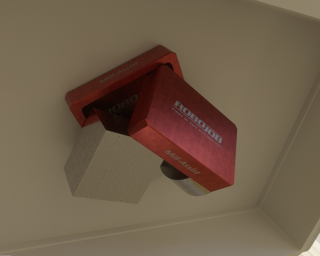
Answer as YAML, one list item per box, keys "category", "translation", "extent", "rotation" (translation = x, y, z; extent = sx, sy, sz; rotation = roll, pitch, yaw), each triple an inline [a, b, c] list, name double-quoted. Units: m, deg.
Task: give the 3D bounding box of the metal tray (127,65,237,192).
- category: "metal tray"
  translation: [0.033, 0.002, 0.347]
  extent: [0.130, 0.090, 0.030]
  rotation: [37, 136, -25]

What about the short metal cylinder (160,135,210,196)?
- category: "short metal cylinder"
  translation: [0.047, 0.047, 0.428]
  extent: [0.080, 0.080, 0.050]
  rotation: [-43, 130, 1]

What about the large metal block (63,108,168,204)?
- category: "large metal block"
  translation: [-0.049, 0.033, 0.344]
  extent: [0.081, 0.050, 0.080]
  rotation: [18, 109, -36]

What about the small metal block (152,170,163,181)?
- category: "small metal block"
  translation: [-0.029, 0.052, 0.425]
  extent: [0.050, 0.025, 0.050]
  rotation: [-26, 128, -13]

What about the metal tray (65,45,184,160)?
- category: "metal tray"
  translation: [-0.032, -0.029, 0.369]
  extent: [0.131, 0.030, 0.090]
  rotation: [-30, 129, -10]
